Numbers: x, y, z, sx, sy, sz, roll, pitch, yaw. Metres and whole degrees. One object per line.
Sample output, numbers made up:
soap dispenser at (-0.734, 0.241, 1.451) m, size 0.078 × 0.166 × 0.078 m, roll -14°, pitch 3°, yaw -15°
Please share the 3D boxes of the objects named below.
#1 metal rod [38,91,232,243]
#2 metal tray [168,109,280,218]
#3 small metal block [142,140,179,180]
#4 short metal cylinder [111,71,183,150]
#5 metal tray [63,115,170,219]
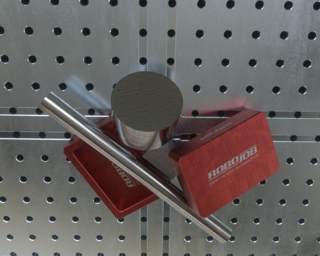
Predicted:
metal rod at (-0.021, 0.058, 0.399) m, size 0.301 × 0.025 × 0.025 m, roll 39°, pitch 105°, yaw -14°
metal tray at (0.085, 0.043, 0.396) m, size 0.131 × 0.030 × 0.090 m, roll -28°, pitch 110°, yaw -16°
small metal block at (0.005, 0.033, 0.407) m, size 0.050 × 0.050 × 0.025 m, roll 39°, pitch 106°, yaw -13°
short metal cylinder at (-0.017, -0.020, 0.366) m, size 0.081 × 0.080 × 0.050 m, roll 8°, pitch 152°, yaw -3°
metal tray at (-0.055, 0.053, 0.425) m, size 0.090 × 0.030 × 0.130 m, roll -30°, pitch 108°, yaw 10°
